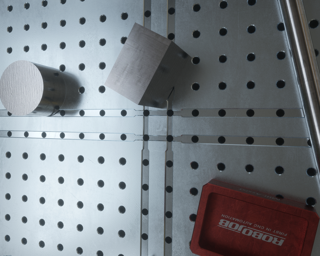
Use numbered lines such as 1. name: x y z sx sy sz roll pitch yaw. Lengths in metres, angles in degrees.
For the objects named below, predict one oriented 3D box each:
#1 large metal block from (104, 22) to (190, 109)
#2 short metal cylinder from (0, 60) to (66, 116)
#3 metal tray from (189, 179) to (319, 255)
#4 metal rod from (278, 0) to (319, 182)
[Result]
1. large metal block: -0.013 -0.073 0.388 0.050 0.080 0.080 32 100 17
2. short metal cylinder: -0.191 -0.057 0.467 0.080 0.050 0.080 0 90 20
3. metal tray: 0.109 0.122 0.371 0.130 0.030 0.089 13 94 19
4. metal rod: 0.173 -0.034 0.351 0.025 0.025 0.298 -13 86 19
